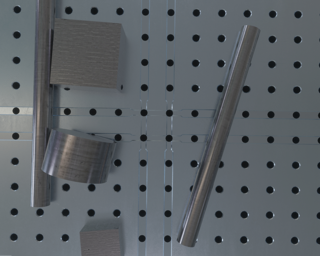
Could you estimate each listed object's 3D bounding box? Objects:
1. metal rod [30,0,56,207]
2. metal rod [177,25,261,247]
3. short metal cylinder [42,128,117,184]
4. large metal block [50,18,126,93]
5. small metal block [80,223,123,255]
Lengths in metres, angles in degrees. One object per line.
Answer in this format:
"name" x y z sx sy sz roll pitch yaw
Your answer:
"metal rod" -0.155 -0.047 0.411 0.025 0.025 0.298 2 90 0
"metal rod" 0.078 0.011 0.414 0.025 0.025 0.298 17 90 0
"short metal cylinder" -0.099 0.033 0.385 0.080 0.080 0.050 14 90 0
"large metal block" -0.090 -0.090 0.400 0.081 0.050 0.079 5 90 0
"small metal block" -0.077 0.157 0.413 0.050 0.025 0.050 -5 90 0
